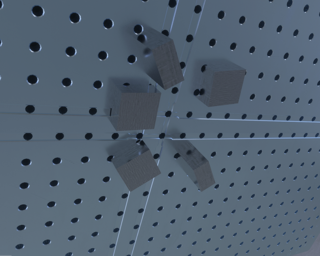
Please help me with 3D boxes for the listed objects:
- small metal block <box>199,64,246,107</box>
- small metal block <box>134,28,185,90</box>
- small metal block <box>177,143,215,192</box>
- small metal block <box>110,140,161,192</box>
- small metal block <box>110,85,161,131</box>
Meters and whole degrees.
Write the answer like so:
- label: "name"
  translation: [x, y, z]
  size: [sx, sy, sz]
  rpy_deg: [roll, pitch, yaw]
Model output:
- label: "small metal block"
  translation: [0.085, -0.059, 0.423]
  size: [0.050, 0.025, 0.050]
  rpy_deg: [-8, 122, -25]
- label: "small metal block"
  translation: [-0.001, -0.078, 0.348]
  size: [0.025, 0.050, 0.050]
  rpy_deg: [-29, 129, -10]
- label: "small metal block"
  translation: [0.054, 0.058, 0.463]
  size: [0.025, 0.050, 0.050]
  rpy_deg: [-30, 129, -10]
- label: "small metal block"
  translation: [-0.033, 0.053, 0.427]
  size: [0.050, 0.025, 0.050]
  rpy_deg: [-30, 129, -9]
- label: "small metal block"
  translation: [-0.031, -0.025, 0.380]
  size: [0.050, 0.025, 0.050]
  rpy_deg: [-3, 120, -27]
